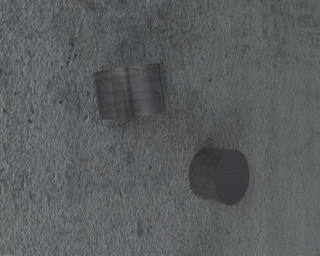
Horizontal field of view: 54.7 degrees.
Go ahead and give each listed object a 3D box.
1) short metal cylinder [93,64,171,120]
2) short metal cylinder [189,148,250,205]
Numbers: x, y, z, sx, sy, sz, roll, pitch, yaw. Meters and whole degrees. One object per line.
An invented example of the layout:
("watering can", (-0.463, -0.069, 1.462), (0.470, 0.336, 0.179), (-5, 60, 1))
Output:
("short metal cylinder", (-0.030, -0.040, 0.344), (0.081, 0.080, 0.050), (-13, 99, -39))
("short metal cylinder", (0.089, 0.071, 0.463), (0.081, 0.050, 0.080), (0, 90, -40))
